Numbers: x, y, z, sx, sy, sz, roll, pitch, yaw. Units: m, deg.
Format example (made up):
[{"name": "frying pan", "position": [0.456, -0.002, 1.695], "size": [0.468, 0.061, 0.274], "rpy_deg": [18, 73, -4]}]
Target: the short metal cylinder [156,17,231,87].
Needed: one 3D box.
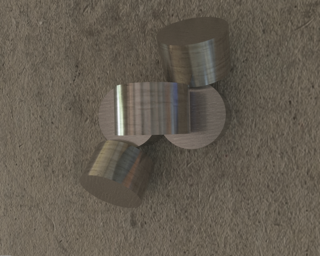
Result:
[{"name": "short metal cylinder", "position": [0.040, -0.089, 0.359], "size": [0.080, 0.080, 0.050], "rpy_deg": [1, 129, 19]}]

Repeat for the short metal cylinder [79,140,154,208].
[{"name": "short metal cylinder", "position": [-0.053, 0.060, 0.391], "size": [0.080, 0.080, 0.050], "rpy_deg": [8, 54, 19]}]

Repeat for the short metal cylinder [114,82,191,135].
[{"name": "short metal cylinder", "position": [-0.008, -0.018, 0.330], "size": [0.080, 0.080, 0.050], "rpy_deg": [-1, 90, 19]}]

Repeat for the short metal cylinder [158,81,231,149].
[{"name": "short metal cylinder", "position": [0.044, -0.015, 0.380], "size": [0.080, 0.050, 0.079], "rpy_deg": [0, 90, 19]}]

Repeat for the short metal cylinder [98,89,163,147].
[{"name": "short metal cylinder", "position": [-0.032, -0.015, 0.407], "size": [0.080, 0.050, 0.079], "rpy_deg": [0, 90, 19]}]
